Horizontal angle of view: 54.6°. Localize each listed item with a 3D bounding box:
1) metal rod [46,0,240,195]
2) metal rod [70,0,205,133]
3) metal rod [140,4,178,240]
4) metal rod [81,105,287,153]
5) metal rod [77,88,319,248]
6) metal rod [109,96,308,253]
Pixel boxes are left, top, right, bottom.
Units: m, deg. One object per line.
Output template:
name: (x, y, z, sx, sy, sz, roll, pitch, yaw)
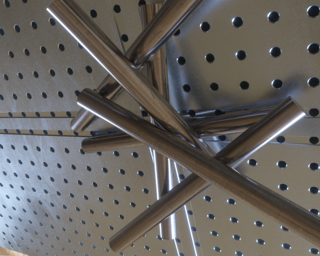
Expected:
metal rod: (0.001, -0.020, 0.346, 0.025, 0.025, 0.300, -26, 120, 37)
metal rod: (-0.045, -0.062, 0.365, 0.025, 0.025, 0.299, 48, 139, -6)
metal rod: (0.002, 0.007, 0.383, 0.025, 0.025, 0.298, 5, 111, 25)
metal rod: (0.011, 0.007, 0.410, 0.300, 0.025, 0.025, -9, 114, 32)
metal rod: (0.030, 0.031, 0.333, 0.300, 0.025, 0.025, 29, 129, 20)
metal rod: (0.037, 0.070, 0.366, 0.025, 0.025, 0.299, 45, 116, -3)
